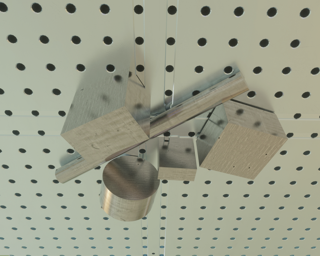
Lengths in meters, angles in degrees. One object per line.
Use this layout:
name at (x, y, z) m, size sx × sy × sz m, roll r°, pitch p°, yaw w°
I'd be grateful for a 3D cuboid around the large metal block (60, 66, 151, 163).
large metal block at (-0.059, -0.016, 0.362) m, size 0.080 × 0.080 × 0.050 m, roll -22°, pitch 127°, yaw 17°

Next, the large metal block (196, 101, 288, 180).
large metal block at (0.103, 0.016, 0.407) m, size 0.081 × 0.050 × 0.079 m, roll 15°, pitch 129°, yaw -13°

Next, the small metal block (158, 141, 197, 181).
small metal block at (0.023, 0.046, 0.435) m, size 0.050 × 0.050 × 0.025 m, roll 4°, pitch 130°, yaw -4°

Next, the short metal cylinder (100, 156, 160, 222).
short metal cylinder at (-0.045, 0.086, 0.448) m, size 0.081 × 0.080 × 0.050 m, roll 9°, pitch 130°, yaw -8°

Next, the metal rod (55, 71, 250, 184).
metal rod at (-0.025, 0.008, 0.418) m, size 0.300 × 0.025 × 0.025 m, roll -27°, pitch 125°, yaw 21°
